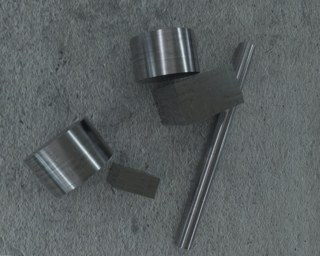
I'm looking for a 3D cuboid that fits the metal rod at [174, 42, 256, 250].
[{"bbox_3d":[0.079,0.020,0.438,0.025,0.025,0.299,22,83,-19],"label":"metal rod"}]

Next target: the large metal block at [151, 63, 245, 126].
[{"bbox_3d":[0.045,-0.040,0.396,0.081,0.080,0.050,-22,98,-19],"label":"large metal block"}]

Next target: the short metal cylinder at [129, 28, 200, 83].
[{"bbox_3d":[0.006,-0.087,0.382,0.081,0.080,0.050,-10,94,-20],"label":"short metal cylinder"}]

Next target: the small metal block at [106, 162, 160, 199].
[{"bbox_3d":[-0.034,0.064,0.383,0.050,0.050,0.025,20,84,-19],"label":"small metal block"}]

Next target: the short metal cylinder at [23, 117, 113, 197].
[{"bbox_3d":[-0.100,0.030,0.343,0.080,0.080,0.050,-38,103,-16],"label":"short metal cylinder"}]
